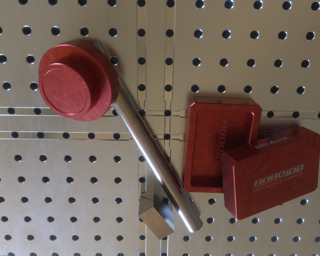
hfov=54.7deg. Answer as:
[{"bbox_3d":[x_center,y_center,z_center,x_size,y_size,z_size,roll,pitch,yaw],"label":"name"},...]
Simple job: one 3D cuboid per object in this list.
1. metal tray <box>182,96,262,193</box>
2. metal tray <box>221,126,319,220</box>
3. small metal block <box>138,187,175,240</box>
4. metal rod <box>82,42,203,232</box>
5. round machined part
[{"bbox_3d":[0.080,0.025,0.421,0.091,0.030,0.129,2,110,-2],"label":"metal tray"},{"bbox_3d":[0.148,0.059,0.410,0.131,0.030,0.089,-16,115,-15],"label":"metal tray"},{"bbox_3d":[-0.005,0.122,0.445,0.025,0.050,0.050,-33,107,11],"label":"small metal block"},{"bbox_3d":[-0.016,0.025,0.422,0.025,0.025,0.299,-27,108,9],"label":"metal rod"},{"bbox_3d":[-0.102,-0.050,0.368,0.098,0.042,0.097,9,121,15],"label":"round machined part"}]
